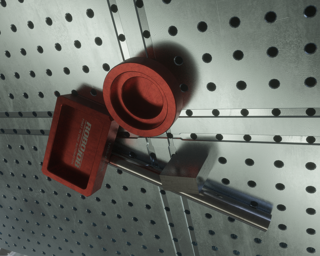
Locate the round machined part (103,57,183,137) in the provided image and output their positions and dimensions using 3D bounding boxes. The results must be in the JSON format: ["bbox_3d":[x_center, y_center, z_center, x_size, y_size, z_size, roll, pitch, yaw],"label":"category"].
[{"bbox_3d":[-0.018,-0.041,0.383,0.098,0.042,0.097,13,124,20],"label":"round machined part"}]

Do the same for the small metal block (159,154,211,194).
[{"bbox_3d":[0.035,0.060,0.413,0.050,0.050,0.025,0,119,28],"label":"small metal block"}]

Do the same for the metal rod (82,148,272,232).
[{"bbox_3d":[0.008,0.076,0.452,0.301,0.025,0.025,21,126,15],"label":"metal rod"}]

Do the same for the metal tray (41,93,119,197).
[{"bbox_3d":[-0.118,0.025,0.456,0.090,0.030,0.129,23,108,14],"label":"metal tray"}]
